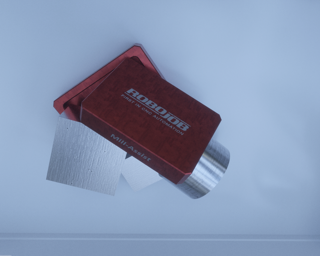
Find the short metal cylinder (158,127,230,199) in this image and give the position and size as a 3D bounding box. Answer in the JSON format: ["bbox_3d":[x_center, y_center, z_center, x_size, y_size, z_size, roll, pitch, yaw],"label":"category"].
[{"bbox_3d":[0.043,0.043,0.398,0.050,0.080,0.080,38,106,-13],"label":"short metal cylinder"}]

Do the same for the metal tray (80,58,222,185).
[{"bbox_3d":[-0.008,-0.011,0.340,0.130,0.090,0.030,33,145,3],"label":"metal tray"}]

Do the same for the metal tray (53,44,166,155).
[{"bbox_3d":[-0.054,-0.034,0.393,0.130,0.030,0.090,-32,107,10],"label":"metal tray"}]

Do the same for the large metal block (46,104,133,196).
[{"bbox_3d":[-0.081,0.025,0.370,0.080,0.050,0.079,15,109,-6],"label":"large metal block"}]

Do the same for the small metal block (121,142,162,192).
[{"bbox_3d":[-0.025,0.053,0.429,0.050,0.025,0.050,-27,108,9],"label":"small metal block"}]
